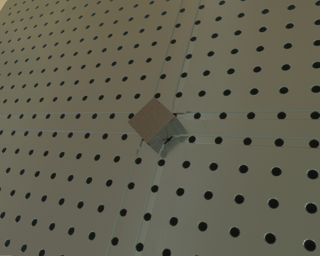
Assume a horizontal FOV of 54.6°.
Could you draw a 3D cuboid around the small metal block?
[{"bbox_3d":[-0.007,-0.006,0.417,0.050,0.025,0.050,-44,51,-2],"label":"small metal block"}]
